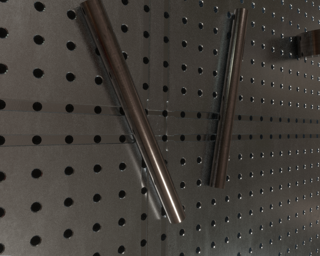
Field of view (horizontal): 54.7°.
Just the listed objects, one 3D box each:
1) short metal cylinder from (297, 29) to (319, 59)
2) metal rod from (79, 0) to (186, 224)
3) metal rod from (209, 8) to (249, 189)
[{"bbox_3d":[0.336,-0.179,0.659,0.081,0.080,0.050,-12,98,-40],"label":"short metal cylinder"},{"bbox_3d":[-0.027,-0.008,0.388,0.025,0.025,0.298,-33,111,-35],"label":"metal rod"},{"bbox_3d":[0.114,-0.052,0.507,0.025,0.025,0.299,16,80,-39],"label":"metal rod"}]
